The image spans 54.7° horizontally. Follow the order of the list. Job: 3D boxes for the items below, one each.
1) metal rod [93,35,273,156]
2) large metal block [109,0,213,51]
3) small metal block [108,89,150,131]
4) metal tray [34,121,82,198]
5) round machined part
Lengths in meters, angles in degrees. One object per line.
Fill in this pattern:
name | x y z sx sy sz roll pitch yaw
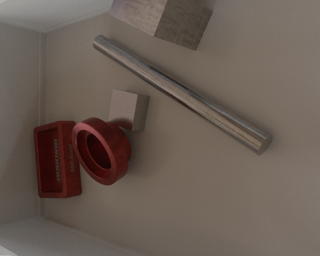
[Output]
metal rod | 0.007 -0.057 0.398 0.300 0.025 0.025 37 112 33
large metal block | 0.002 -0.137 0.368 0.080 0.081 0.050 36 112 33
small metal block | -0.045 -0.026 0.442 0.050 0.025 0.050 17 101 38
metal tray | -0.184 0.057 0.551 0.090 0.030 0.129 -11 83 39
round machined part | -0.079 0.029 0.444 0.098 0.042 0.097 24 128 34
